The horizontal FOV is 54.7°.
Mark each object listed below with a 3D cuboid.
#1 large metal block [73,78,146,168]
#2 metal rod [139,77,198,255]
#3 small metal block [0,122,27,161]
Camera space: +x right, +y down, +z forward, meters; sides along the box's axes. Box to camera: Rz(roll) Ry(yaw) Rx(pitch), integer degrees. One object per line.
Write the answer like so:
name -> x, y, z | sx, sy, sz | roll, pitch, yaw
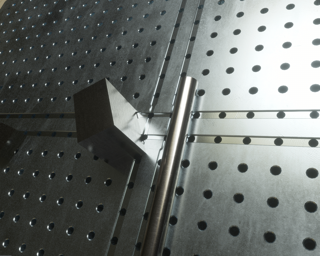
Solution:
large metal block -> -0.066, -0.005, 0.411 | 0.050, 0.080, 0.080 | -26, 53, 12
metal rod -> 0.007, 0.068, 0.362 | 0.025, 0.025, 0.300 | 0, 61, 28
small metal block -> -0.268, 0.023, 0.535 | 0.050, 0.025, 0.050 | 18, 71, 35
